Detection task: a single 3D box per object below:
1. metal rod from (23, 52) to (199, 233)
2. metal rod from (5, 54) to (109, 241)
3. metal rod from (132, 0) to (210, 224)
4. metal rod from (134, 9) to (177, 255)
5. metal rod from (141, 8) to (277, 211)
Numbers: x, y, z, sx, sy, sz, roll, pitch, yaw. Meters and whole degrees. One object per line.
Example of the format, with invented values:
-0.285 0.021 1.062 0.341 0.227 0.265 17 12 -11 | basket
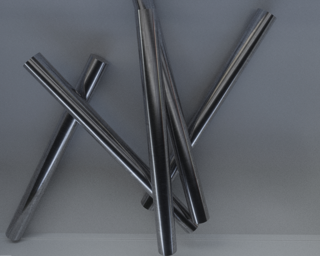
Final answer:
-0.050 0.030 0.393 0.025 0.025 0.300 -38 106 12 | metal rod
-0.146 0.038 0.423 0.025 0.025 0.298 28 107 -10 | metal rod
0.016 -0.019 0.384 0.025 0.025 0.298 -14 102 5 | metal rod
-0.003 0.017 0.370 0.025 0.025 0.298 -5 105 1 | metal rod
0.054 -0.011 0.408 0.025 0.025 0.298 27 108 -10 | metal rod
